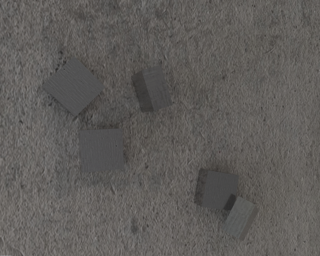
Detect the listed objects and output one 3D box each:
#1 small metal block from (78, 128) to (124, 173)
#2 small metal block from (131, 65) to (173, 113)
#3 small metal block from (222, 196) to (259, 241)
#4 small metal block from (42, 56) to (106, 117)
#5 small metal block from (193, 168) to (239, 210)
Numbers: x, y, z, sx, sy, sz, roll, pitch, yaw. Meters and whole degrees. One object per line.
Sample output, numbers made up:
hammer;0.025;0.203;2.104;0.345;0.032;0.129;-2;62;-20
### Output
small metal block;-0.073;0.026;0.382;0.050;0.025;0.050;-3;91;-20
small metal block;-0.011;-0.048;0.391;0.025;0.050;0.050;-19;97;-19
small metal block;0.114;0.129;0.437;0.050;0.025;0.050;-60;150;-10
small metal block;-0.103;-0.048;0.371;0.050;0.025;0.050;46;76;-15
small metal block;0.080;0.087;0.438;0.050;0.025;0.050;12;86;-20
